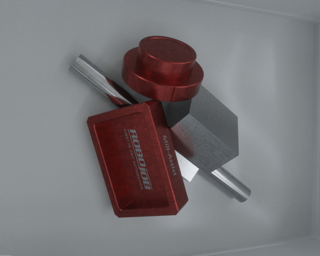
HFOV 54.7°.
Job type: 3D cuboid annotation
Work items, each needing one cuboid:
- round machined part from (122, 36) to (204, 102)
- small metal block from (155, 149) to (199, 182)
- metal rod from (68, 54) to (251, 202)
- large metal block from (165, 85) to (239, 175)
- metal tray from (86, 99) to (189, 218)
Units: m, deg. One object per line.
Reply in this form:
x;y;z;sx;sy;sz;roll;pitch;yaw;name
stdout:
0.006;-0.077;0.371;0.099;0.098;0.042;-2;131;-20;round machined part
0.017;0.042;0.403;0.050;0.050;0.025;40;77;-16;small metal block
0.011;0.010;0.414;0.301;0.025;0.025;38;78;-16;metal rod
0.053;-0.002;0.396;0.080;0.050;0.080;39;35;-16;large metal block
-0.027;0.038;0.367;0.030;0.090;0.129;-26;102;-60;metal tray
